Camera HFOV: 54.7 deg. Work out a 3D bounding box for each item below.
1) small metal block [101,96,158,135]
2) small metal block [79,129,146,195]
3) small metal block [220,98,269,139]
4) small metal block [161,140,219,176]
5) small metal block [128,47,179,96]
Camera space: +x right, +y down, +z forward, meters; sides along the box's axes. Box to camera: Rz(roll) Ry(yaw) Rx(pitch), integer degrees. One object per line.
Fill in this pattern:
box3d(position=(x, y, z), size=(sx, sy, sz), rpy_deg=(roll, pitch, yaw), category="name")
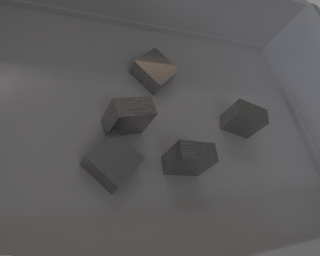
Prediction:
box3d(position=(-0.038, -0.013, 0.377), size=(0.050, 0.050, 0.025), rpy_deg=(-7, 66, -31), category="small metal block")
box3d(position=(-0.054, 0.038, 0.353), size=(0.050, 0.025, 0.050), rpy_deg=(43, 51, 1), category="small metal block")
box3d(position=(0.125, -0.013, 0.465), size=(0.050, 0.050, 0.025), rpy_deg=(19, 55, -17), category="small metal block")
box3d(position=(0.036, 0.039, 0.385), size=(0.050, 0.050, 0.025), rpy_deg=(7, 59, -25), category="small metal block")
box3d(position=(-0.009, -0.083, 0.451), size=(0.050, 0.025, 0.050), rpy_deg=(44, 51, 2), category="small metal block")
